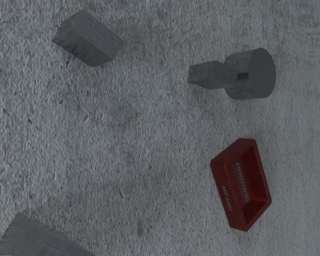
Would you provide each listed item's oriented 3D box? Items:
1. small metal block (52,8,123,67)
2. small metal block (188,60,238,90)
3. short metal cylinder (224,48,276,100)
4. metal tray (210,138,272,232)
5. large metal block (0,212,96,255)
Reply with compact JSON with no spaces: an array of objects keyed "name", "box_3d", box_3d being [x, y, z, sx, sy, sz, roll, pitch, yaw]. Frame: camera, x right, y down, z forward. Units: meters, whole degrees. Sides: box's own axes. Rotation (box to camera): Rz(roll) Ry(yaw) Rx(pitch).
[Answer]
[{"name":"small metal block","box_3d":[-0.076,-0.092,0.324,0.050,0.050,0.025,33,70,-35]},{"name":"small metal block","box_3d":[0.077,-0.076,0.453,0.050,0.050,0.025,11,83,-40]},{"name":"short metal cylinder","box_3d":[0.148,-0.087,0.512,0.081,0.050,0.079,0,90,-40]},{"name":"metal tray","box_3d":[0.138,0.093,0.517,0.091,0.030,0.129,-31,110,-36]},{"name":"large metal block","box_3d":[-0.115,0.130,0.273,0.050,0.080,0.080,42,65,-32]}]
